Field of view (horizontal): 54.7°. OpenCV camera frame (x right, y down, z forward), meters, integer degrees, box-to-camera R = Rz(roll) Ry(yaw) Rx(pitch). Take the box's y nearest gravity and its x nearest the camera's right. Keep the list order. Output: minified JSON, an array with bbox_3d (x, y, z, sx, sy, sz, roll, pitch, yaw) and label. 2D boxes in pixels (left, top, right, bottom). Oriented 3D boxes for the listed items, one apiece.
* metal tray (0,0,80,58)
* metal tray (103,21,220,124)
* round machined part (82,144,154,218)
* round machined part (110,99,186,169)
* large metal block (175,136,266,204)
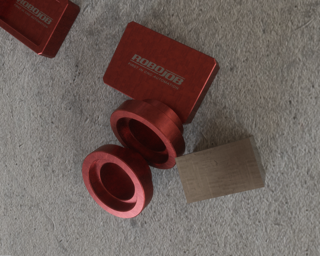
[{"bbox_3d":[-0.196,-0.178,0.473,0.130,0.030,0.090,36,101,16],"label":"metal tray"},{"bbox_3d":[-0.001,-0.072,0.406,0.130,0.030,0.090,30,99,17],"label":"metal tray"},{"bbox_3d":[-0.050,0.064,0.403,0.098,0.042,0.097,14,120,26],"label":"round machined part"},{"bbox_3d":[-0.010,0.003,0.384,0.098,0.097,0.042,29,58,17],"label":"round machined part"},{"bbox_3d":[0.072,0.045,0.354,0.080,0.080,0.050,-17,85,19],"label":"large metal block"}]
